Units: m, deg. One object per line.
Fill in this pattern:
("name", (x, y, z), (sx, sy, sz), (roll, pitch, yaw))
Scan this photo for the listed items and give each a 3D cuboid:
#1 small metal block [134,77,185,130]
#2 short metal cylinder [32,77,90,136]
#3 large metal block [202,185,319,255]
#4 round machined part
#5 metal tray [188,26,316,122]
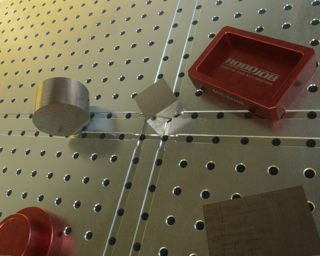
("small metal block", (-0.002, -0.034, 0.429), (0.050, 0.025, 0.050), (-34, 52, 5))
("short metal cylinder", (-0.147, -0.030, 0.467), (0.080, 0.080, 0.050), (-21, 54, 15))
("large metal block", (0.091, 0.094, 0.267), (0.080, 0.080, 0.050), (-17, 55, 18))
("round machined part", (-0.178, 0.149, 0.398), (0.098, 0.042, 0.098), (-13, 56, 20))
("metal tray", (0.111, -0.073, 0.390), (0.130, 0.030, 0.090), (31, 79, 37))
